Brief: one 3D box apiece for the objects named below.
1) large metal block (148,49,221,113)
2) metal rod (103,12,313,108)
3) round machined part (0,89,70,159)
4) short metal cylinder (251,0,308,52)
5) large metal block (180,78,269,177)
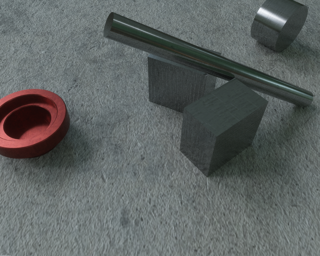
[{"bbox_3d":[0.032,-0.068,0.425,0.080,0.080,0.050,21,53,17],"label":"large metal block"},{"bbox_3d":[0.079,-0.070,0.371,0.302,0.025,0.025,13,44,-29],"label":"metal rod"},{"bbox_3d":[-0.164,-0.001,0.391,0.099,0.042,0.098,0,50,0],"label":"round machined part"},{"bbox_3d":[0.199,-0.175,0.517,0.080,0.080,0.050,-34,58,-25],"label":"short metal cylinder"},{"bbox_3d":[0.073,0.000,0.369,0.081,0.080,0.050,-31,57,-24],"label":"large metal block"}]
